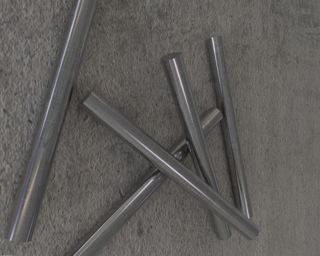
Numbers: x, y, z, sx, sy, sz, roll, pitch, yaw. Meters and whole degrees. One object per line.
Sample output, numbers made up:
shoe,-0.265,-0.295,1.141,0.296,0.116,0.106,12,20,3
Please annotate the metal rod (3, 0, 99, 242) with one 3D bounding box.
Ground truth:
metal rod,-0.102,-0.039,0.318,0.025,0.025,0.299,21,77,-38

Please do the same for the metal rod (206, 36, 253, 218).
metal rod,0.114,0.005,0.500,0.025,0.025,0.298,-21,103,-38

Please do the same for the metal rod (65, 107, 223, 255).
metal rod,-0.009,0.066,0.397,0.301,0.025,0.025,-43,116,-31

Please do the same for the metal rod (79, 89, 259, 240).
metal rod,0.026,0.058,0.390,0.300,0.025,0.025,41,65,-21

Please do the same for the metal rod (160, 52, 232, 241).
metal rod,0.057,0.043,0.421,0.025,0.025,0.299,-39,123,-33
